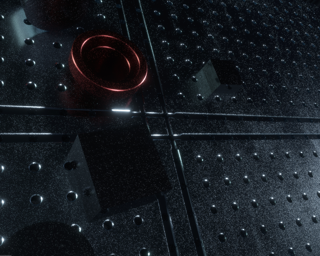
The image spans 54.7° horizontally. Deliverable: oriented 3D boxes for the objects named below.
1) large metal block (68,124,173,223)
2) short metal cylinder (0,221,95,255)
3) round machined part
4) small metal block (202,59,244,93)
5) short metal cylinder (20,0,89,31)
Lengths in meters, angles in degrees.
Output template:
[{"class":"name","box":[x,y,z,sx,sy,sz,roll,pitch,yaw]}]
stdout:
[{"class":"large metal block","box":[-0.045,0.047,0.339,0.081,0.050,0.080,-10,67,-32]},{"class":"short metal cylinder","box":[-0.100,0.125,0.262,0.081,0.050,0.080,14,56,-21]},{"class":"round machined part","box":[-0.070,-0.078,0.407,0.099,0.042,0.098,14,56,-21]},{"class":"small metal block","box":[0.105,-0.086,0.517,0.050,0.025,0.050,-3,63,-30]},{"class":"short metal cylinder","box":[-0.140,-0.174,0.403,0.081,0.080,0.050,-13,69,-34]}]
